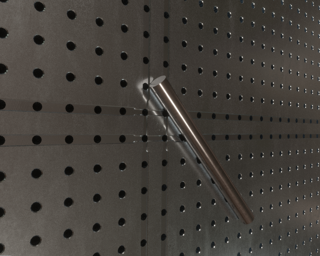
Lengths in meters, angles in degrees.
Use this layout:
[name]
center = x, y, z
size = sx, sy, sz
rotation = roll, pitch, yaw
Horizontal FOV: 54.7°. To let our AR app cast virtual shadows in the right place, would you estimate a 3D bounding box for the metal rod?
[metal rod]
center = 0.075, 0.048, 0.474
size = 0.025, 0.025, 0.299
rotation = -51, 120, -28
